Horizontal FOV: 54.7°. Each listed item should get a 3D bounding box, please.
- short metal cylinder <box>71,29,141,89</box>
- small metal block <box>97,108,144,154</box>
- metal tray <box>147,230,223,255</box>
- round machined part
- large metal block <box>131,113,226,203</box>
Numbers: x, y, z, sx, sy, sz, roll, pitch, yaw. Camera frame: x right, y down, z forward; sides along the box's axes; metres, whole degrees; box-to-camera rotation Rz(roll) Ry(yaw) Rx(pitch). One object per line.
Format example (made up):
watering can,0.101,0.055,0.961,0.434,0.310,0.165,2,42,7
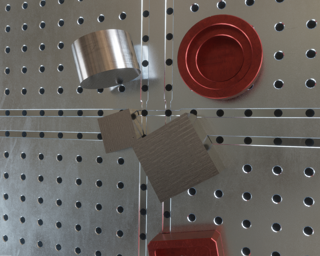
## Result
short metal cylinder,-0.070,-0.088,0.407,0.080,0.080,0.050,-17,85,19
small metal block,-0.053,0.004,0.430,0.050,0.025,0.050,-17,85,19
metal tray,0.040,0.202,0.395,0.090,0.030,0.129,-11,86,19
round machined part,0.074,-0.083,0.377,0.098,0.042,0.097,0,90,19
large metal block,0.024,0.036,0.390,0.080,0.050,0.080,-31,80,17
